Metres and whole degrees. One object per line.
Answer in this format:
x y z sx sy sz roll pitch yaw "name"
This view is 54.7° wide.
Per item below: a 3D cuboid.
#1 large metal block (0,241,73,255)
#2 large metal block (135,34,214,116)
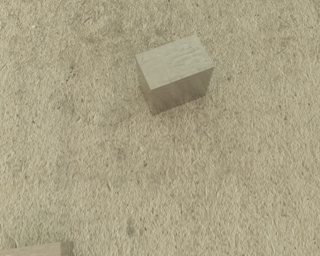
-0.139 0.169 0.332 0.081 0.050 0.080 -7 70 -3 "large metal block"
0.017 -0.066 0.403 0.080 0.080 0.050 -21 72 -8 "large metal block"
